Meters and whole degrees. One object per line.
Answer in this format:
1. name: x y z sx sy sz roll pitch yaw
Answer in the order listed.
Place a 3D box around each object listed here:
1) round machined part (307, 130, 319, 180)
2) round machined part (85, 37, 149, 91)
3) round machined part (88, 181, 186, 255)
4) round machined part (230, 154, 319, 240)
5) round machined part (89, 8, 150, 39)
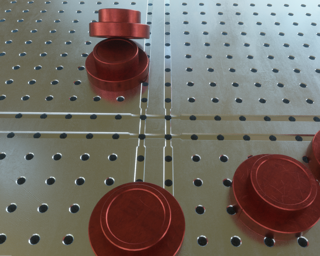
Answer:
1. round machined part: 0.235 0.032 0.373 0.099 0.042 0.098 0 50 0
2. round machined part: -0.067 -0.105 0.484 0.099 0.042 0.098 0 50 0
3. round machined part: -0.023 0.097 0.315 0.099 0.042 0.098 0 50 0
4. round machined part: 0.130 0.068 0.341 0.099 0.042 0.098 0 50 0
5. round machined part: -0.066 -0.170 0.507 0.099 0.042 0.098 2 14 0
